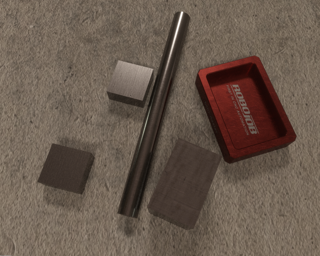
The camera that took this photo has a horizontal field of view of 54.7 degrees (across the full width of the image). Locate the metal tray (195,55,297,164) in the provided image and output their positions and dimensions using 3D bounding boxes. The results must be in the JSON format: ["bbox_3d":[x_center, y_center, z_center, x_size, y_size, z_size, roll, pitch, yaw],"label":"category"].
[{"bbox_3d":[0.111,-0.027,0.416,0.091,0.030,0.130,-16,71,-6],"label":"metal tray"}]

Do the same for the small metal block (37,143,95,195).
[{"bbox_3d":[-0.116,0.052,0.388,0.050,0.025,0.050,13,70,4],"label":"small metal block"}]

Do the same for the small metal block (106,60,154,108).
[{"bbox_3d":[-0.040,-0.061,0.430,0.050,0.025,0.050,15,71,5],"label":"small metal block"}]

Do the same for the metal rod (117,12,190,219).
[{"bbox_3d":[-0.003,-0.031,0.419,0.025,0.025,0.299,13,70,4],"label":"metal rod"}]

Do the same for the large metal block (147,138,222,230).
[{"bbox_3d":[0.026,0.067,0.355,0.050,0.080,0.080,23,72,8],"label":"large metal block"}]
